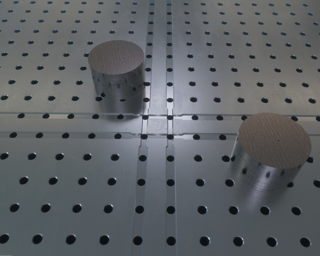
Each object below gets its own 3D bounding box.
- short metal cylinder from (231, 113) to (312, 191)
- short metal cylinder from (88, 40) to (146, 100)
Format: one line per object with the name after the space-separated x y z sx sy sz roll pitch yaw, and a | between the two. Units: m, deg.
0.129 0.028 0.369 0.081 0.050 0.080 0 50 0 | short metal cylinder
-0.063 -0.087 0.464 0.081 0.050 0.080 0 50 0 | short metal cylinder
